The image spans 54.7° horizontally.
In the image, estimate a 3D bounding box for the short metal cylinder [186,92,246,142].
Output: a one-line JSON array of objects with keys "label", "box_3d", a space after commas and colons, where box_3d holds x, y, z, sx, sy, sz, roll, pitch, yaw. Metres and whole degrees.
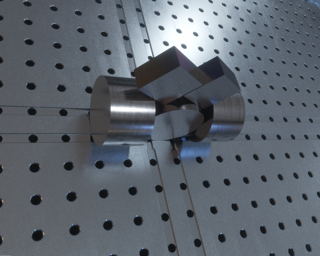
[{"label": "short metal cylinder", "box_3d": [0.069, -0.021, 0.422, 0.050, 0.080, 0.080, 0, 62, -27]}]

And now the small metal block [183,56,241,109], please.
[{"label": "small metal block", "box_3d": [0.057, -0.050, 0.355, 0.050, 0.050, 0.025, 24, 46, -53]}]

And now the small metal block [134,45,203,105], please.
[{"label": "small metal block", "box_3d": [0.009, -0.053, 0.325, 0.050, 0.050, 0.025, 25, 45, -54]}]

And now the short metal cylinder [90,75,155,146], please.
[{"label": "short metal cylinder", "box_3d": [-0.046, -0.019, 0.359, 0.050, 0.080, 0.080, 1, 61, -28]}]

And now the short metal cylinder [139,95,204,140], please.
[{"label": "short metal cylinder", "box_3d": [0.010, -0.024, 0.393, 0.081, 0.080, 0.050, 1, 62, -28]}]
